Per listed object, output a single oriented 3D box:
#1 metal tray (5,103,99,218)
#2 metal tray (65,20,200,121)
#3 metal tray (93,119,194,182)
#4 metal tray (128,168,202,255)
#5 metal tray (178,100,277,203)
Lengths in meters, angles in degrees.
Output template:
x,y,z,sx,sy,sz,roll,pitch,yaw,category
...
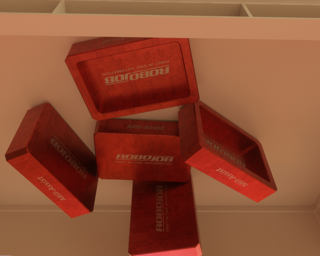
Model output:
x,y,z,sx,sy,sz,roll,pitch,yaw,category
-0.128,0.043,0.399,0.030,0.090,0.130,-20,128,14,metal tray
-0.027,-0.061,0.351,0.131,0.030,0.090,-10,130,8,metal tray
-0.021,0.033,0.430,0.131,0.030,0.089,2,130,-3,metal tray
0.006,0.121,0.439,0.090,0.130,0.030,-10,130,7,metal tray
0.083,0.028,0.388,0.131,0.090,0.030,31,124,-24,metal tray
